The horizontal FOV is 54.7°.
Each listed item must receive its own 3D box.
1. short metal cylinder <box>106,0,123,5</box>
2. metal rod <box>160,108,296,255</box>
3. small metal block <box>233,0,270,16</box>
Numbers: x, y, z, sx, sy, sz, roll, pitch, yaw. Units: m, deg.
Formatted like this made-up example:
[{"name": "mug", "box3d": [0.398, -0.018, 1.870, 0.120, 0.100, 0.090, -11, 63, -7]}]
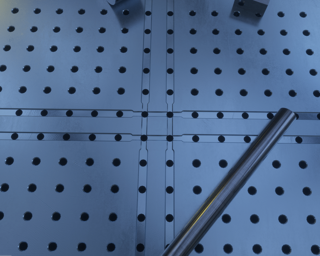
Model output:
[{"name": "short metal cylinder", "box3d": [-0.069, -0.236, 0.468, 0.050, 0.080, 0.080, -34, 74, -11]}, {"name": "metal rod", "box3d": [0.073, 0.087, 0.380, 0.025, 0.025, 0.301, 40, 74, 13]}, {"name": "small metal block", "box3d": [0.150, -0.212, 0.490, 0.050, 0.025, 0.050, 22, 71, 7]}]
